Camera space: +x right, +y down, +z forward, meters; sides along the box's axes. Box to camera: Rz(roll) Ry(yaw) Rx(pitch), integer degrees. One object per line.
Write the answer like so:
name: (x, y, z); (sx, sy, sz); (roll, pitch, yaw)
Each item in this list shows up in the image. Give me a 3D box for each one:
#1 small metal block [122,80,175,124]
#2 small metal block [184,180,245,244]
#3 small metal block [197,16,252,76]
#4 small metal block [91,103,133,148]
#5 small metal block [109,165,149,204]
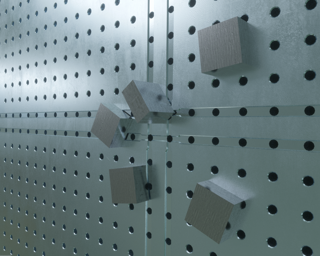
small metal block: (-0.015, -0.033, 0.406); (0.025, 0.050, 0.050); (-42, 65, 32)
small metal block: (0.062, 0.096, 0.359); (0.050, 0.025, 0.050); (27, 107, 37)
small metal block: (0.073, -0.090, 0.350); (0.050, 0.025, 0.050); (-8, 85, 40)
small metal block: (-0.074, -0.004, 0.472); (0.050, 0.025, 0.050); (36, 112, 34)
small metal block: (-0.045, 0.082, 0.448); (0.050, 0.025, 0.050); (-11, 83, 39)
